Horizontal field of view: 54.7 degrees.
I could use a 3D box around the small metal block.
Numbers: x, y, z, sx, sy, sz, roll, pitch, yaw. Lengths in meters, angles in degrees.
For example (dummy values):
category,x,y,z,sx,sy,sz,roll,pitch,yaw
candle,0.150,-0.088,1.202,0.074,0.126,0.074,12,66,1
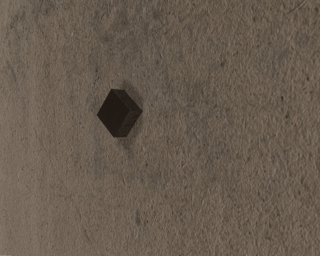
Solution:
category,x,y,z,sx,sy,sz,roll,pitch,yaw
small metal block,-0.060,-0.022,0.452,0.050,0.025,0.050,49,119,28
